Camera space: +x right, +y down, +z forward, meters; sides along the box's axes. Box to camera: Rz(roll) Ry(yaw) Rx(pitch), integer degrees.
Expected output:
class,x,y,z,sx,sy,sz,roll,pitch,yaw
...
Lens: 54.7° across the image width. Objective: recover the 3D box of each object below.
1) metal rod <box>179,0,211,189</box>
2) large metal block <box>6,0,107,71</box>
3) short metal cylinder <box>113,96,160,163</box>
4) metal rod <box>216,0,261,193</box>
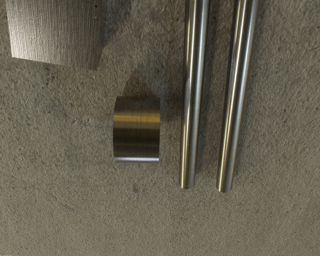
class,x,y,z,sx,sy,sz,roll,pitch,yaw
metal rod,0.039,-0.028,0.383,0.025,0.025,0.298,-1,130,0
large metal block,-0.095,-0.108,0.297,0.081,0.050,0.079,8,130,-8
short metal cylinder,-0.026,0.002,0.373,0.050,0.080,0.079,1,130,-2
metal rod,0.093,-0.022,0.390,0.025,0.025,0.298,-3,130,2
